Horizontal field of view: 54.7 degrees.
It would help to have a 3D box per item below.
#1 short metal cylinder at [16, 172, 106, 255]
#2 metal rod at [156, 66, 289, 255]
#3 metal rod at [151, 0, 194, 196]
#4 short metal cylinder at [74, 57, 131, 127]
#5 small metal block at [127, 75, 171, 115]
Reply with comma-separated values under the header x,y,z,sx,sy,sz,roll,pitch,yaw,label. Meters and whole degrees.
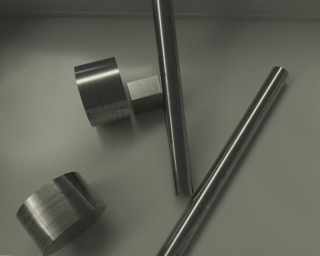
x,y,z,sx,sy,sz,roll,pitch,yaw,label
-0.108,0.094,0.345,0.080,0.080,0.050,-40,75,-13,short metal cylinder
0.087,0.038,0.396,0.025,0.025,0.300,32,73,11,metal rod
0.012,-0.067,0.372,0.025,0.025,0.298,-7,94,-3,metal rod
-0.072,-0.046,0.396,0.050,0.080,0.080,-16,71,-6,short metal cylinder
-0.014,-0.044,0.412,0.050,0.050,0.025,-15,71,-6,small metal block
